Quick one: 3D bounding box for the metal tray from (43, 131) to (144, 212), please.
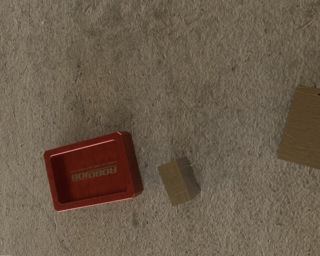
[{"bbox_3d":[-0.096,0.062,0.440,0.130,0.030,0.090,-15,85,19],"label":"metal tray"}]

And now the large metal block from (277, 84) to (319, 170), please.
[{"bbox_3d":[0.178,0.003,0.333,0.080,0.050,0.080,16,95,19],"label":"large metal block"}]

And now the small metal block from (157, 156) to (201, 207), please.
[{"bbox_3d":[0.025,0.065,0.387,0.025,0.050,0.050,-24,82,18],"label":"small metal block"}]
